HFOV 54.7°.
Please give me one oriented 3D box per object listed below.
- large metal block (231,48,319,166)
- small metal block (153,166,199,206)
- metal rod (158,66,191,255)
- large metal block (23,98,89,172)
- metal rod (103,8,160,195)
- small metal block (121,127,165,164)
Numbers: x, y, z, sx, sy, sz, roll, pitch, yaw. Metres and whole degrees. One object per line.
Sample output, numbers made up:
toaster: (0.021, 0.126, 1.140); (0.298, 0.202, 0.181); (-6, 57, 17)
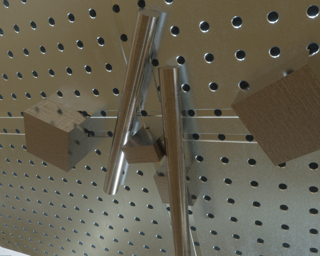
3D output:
large metal block: (0.133, -0.019, 0.313); (0.080, 0.050, 0.080); (-31, 101, 38)
small metal block: (0.024, 0.084, 0.450); (0.050, 0.025, 0.050); (-3, 117, 29)
metal rod: (0.023, 0.070, 0.410); (0.025, 0.025, 0.298); (4, 111, 26)
large metal block: (-0.162, 0.010, 0.487); (0.080, 0.050, 0.079); (23, 127, 14)
metal rod: (-0.047, -0.012, 0.428); (0.025, 0.025, 0.298); (26, 128, 12)
small metal block: (-0.015, 0.023, 0.417); (0.050, 0.050, 0.025); (-7, 115, 31)
